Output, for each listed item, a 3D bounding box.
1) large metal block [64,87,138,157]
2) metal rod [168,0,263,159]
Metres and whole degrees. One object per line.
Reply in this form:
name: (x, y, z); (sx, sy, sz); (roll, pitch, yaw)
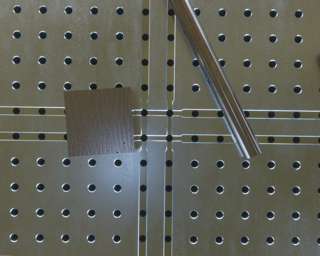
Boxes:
large metal block: (-0.074, -0.008, 0.400); (0.080, 0.050, 0.080); (-4, 90, 0)
metal rod: (0.060, -0.099, 0.413); (0.025, 0.025, 0.299); (-26, 90, 0)
